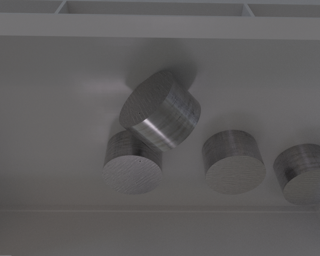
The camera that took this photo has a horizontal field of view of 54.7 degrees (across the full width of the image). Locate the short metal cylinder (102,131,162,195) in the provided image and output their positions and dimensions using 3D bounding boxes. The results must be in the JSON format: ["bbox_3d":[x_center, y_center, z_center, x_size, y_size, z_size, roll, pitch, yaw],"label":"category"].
[{"bbox_3d":[-0.037,0.048,0.433,0.081,0.050,0.079,0,130,0],"label":"short metal cylinder"}]

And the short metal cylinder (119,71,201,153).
[{"bbox_3d":[0.000,-0.019,0.357,0.080,0.080,0.050,-33,123,24],"label":"short metal cylinder"}]

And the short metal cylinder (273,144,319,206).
[{"bbox_3d":[0.214,0.069,0.453,0.081,0.050,0.079,0,130,0],"label":"short metal cylinder"}]

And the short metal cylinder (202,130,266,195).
[{"bbox_3d":[0.102,0.049,0.435,0.081,0.050,0.079,0,130,0],"label":"short metal cylinder"}]
